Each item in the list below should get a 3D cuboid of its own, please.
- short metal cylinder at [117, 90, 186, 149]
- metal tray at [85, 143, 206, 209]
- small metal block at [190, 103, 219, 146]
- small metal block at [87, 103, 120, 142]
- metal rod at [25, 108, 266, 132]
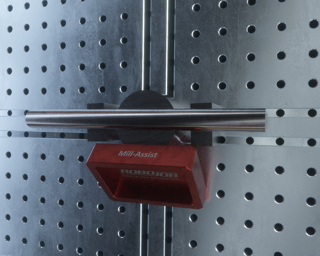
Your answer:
[{"bbox_3d":[-0.010,-0.007,0.402,0.080,0.050,0.080,0,90,20],"label":"short metal cylinder"},{"bbox_3d":[-0.015,0.060,0.385,0.130,0.090,0.030,1,47,20],"label":"metal tray"},{"bbox_3d":[0.056,-0.004,0.380,0.025,0.050,0.050,-1,90,20],"label":"small metal block"},{"bbox_3d":[-0.075,-0.007,0.426,0.025,0.050,0.050,-1,90,20],"label":"small metal block"},{"bbox_3d":[-0.033,-0.010,0.371,0.301,0.025,0.025,1,90,20],"label":"metal rod"}]
